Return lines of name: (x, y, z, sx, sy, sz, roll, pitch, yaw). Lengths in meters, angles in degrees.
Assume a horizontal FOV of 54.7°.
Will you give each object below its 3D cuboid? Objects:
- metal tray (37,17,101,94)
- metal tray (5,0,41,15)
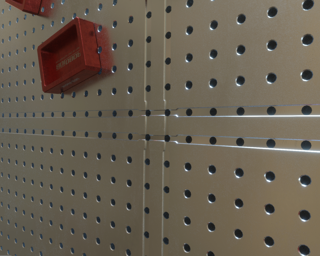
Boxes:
metal tray: (-0.161, -0.121, 0.535, 0.130, 0.030, 0.090, -17, 79, 38)
metal tray: (-0.265, -0.304, 0.620, 0.090, 0.030, 0.129, 33, 110, 34)
